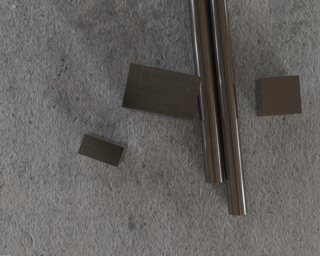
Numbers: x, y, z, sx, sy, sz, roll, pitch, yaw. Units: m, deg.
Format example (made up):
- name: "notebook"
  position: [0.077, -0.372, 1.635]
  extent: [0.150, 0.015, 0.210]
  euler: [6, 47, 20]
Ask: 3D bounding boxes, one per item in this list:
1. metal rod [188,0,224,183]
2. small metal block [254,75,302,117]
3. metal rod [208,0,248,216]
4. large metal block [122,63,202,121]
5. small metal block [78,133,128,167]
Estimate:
- name: "metal rod"
  position: [0.058, -0.078, 0.410]
  extent: [0.025, 0.025, 0.298]
  euler: [-6, 90, -1]
- name: "small metal block"
  position: [0.157, -0.042, 0.412]
  extent: [0.050, 0.025, 0.050]
  euler: [-4, 90, -1]
- name: "metal rod"
  position: [0.089, -0.036, 0.411]
  extent: [0.025, 0.025, 0.298]
  euler: [-6, 90, -1]
- name: "large metal block"
  position: [0.002, -0.040, 0.383]
  extent: [0.080, 0.080, 0.050]
  euler: [11, 90, -1]
- name: "small metal block"
  position: [-0.071, 0.027, 0.397]
  extent: [0.050, 0.050, 0.025]
  euler: [20, 90, -1]
